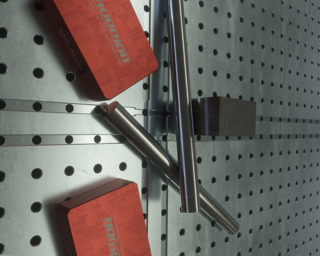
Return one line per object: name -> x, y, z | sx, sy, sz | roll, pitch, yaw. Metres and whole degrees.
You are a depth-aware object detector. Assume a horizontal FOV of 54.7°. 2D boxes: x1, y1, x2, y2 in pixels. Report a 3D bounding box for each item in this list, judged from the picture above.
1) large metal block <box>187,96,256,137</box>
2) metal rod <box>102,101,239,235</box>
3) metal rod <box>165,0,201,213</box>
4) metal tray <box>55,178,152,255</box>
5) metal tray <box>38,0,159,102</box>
large metal block -> 0.079, -0.014, 0.442 | 0.081, 0.080, 0.050 | 3, 89, -40
metal rod -> 0.031, 0.071, 0.437 | 0.300, 0.025, 0.025 | 46, 62, -30
metal rod -> 0.030, -0.040, 0.415 | 0.025, 0.025, 0.298 | -1, 84, -40
metal tray -> -0.059, 0.135, 0.358 | 0.091, 0.030, 0.129 | -18, 101, -39
metal tray -> -0.065, -0.107, 0.353 | 0.091, 0.030, 0.129 | -40, 114, -33
